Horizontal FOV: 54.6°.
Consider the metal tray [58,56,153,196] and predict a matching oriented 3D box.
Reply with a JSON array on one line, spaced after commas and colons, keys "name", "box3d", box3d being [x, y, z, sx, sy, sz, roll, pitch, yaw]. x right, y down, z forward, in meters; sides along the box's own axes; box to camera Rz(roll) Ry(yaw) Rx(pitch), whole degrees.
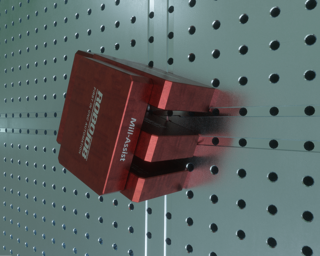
[{"name": "metal tray", "box3d": [-0.064, -0.004, 0.342, 0.090, 0.030, 0.129, 26, 107, 37]}]

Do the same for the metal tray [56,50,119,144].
[{"name": "metal tray", "box3d": [-0.096, -0.040, 0.444, 0.030, 0.090, 0.129, 20, 104, 16]}]

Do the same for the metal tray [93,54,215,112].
[{"name": "metal tray", "box3d": [-0.012, -0.055, 0.376, 0.130, 0.091, 0.030, 27, 107, 37]}]

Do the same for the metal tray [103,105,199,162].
[{"name": "metal tray", "box3d": [-0.028, 0.000, 0.390, 0.130, 0.091, 0.030, 25, 105, 36]}]

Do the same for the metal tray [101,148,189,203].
[{"name": "metal tray", "box3d": [-0.041, 0.044, 0.401, 0.130, 0.091, 0.030, 27, 107, 36]}]
